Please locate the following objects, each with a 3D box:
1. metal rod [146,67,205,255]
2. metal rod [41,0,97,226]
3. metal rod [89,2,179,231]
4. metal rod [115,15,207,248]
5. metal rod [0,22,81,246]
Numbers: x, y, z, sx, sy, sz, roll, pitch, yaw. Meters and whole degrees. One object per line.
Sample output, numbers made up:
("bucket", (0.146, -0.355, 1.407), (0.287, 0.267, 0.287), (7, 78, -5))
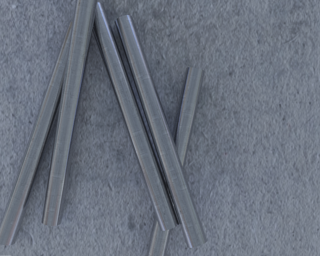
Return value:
("metal rod", (0.016, 0.069, 0.410), (0.025, 0.025, 0.298), (12, 90, -1))
("metal rod", (-0.116, -0.022, 0.395), (0.025, 0.025, 0.298), (11, 95, -1))
("metal rod", (-0.037, -0.018, 0.395), (0.025, 0.025, 0.299), (-19, 85, 0))
("metal rod", (-0.002, -0.002, 0.391), (0.025, 0.025, 0.299), (-18, 83, 0))
("metal rod", (-0.156, 0.007, 0.407), (0.025, 0.025, 0.298), (19, 90, -1))
